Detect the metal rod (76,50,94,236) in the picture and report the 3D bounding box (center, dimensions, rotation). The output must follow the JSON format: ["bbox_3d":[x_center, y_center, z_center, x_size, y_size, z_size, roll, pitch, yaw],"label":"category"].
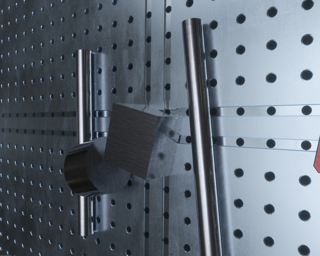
[{"bbox_3d":[-0.123,0.023,0.508,0.025,0.025,0.298,-1,89,39],"label":"metal rod"}]

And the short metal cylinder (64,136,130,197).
[{"bbox_3d":[-0.088,0.056,0.444,0.050,0.081,0.080,-18,79,38],"label":"short metal cylinder"}]

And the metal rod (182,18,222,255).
[{"bbox_3d":[0.050,0.020,0.366,0.025,0.025,0.298,-7,86,39],"label":"metal rod"}]

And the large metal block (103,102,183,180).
[{"bbox_3d":[-0.024,0.015,0.411,0.080,0.050,0.079,18,102,38],"label":"large metal block"}]

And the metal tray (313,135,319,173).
[{"bbox_3d":[0.200,0.007,0.240,0.130,0.030,0.089,14,99,38],"label":"metal tray"}]
